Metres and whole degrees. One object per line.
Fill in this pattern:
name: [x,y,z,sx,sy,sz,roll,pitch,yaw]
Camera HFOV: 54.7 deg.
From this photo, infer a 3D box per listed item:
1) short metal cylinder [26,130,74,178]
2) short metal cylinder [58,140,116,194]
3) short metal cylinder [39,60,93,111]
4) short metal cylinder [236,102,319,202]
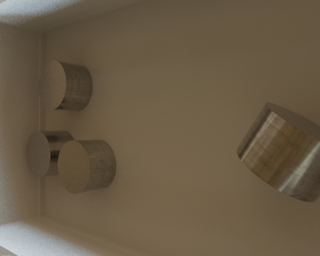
short metal cylinder: [-0.192,0.044,0.546,0.080,0.050,0.079,0,90,39]
short metal cylinder: [-0.114,0.058,0.482,0.080,0.050,0.079,0,90,39]
short metal cylinder: [-0.158,-0.069,0.518,0.080,0.050,0.079,0,90,39]
short metal cylinder: [0.116,0.019,0.274,0.080,0.081,0.050,40,115,32]
